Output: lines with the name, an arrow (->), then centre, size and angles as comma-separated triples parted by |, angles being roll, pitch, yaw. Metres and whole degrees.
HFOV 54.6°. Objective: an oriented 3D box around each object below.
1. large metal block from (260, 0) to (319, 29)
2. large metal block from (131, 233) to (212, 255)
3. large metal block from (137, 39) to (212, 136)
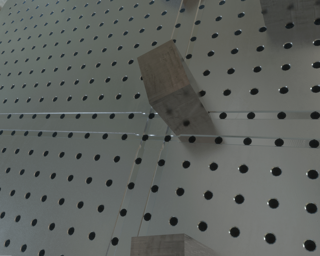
large metal block -> 0.182, -0.185, 0.411 | 0.080, 0.050, 0.080 | 0, 62, 28
large metal block -> 0.013, 0.145, 0.278 | 0.050, 0.080, 0.080 | -12, 57, 22
large metal block -> 0.019, -0.050, 0.394 | 0.050, 0.080, 0.080 | -25, 53, 13
